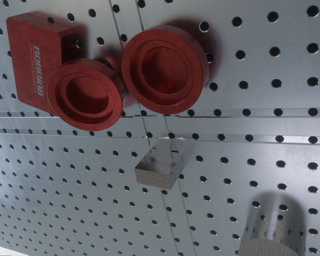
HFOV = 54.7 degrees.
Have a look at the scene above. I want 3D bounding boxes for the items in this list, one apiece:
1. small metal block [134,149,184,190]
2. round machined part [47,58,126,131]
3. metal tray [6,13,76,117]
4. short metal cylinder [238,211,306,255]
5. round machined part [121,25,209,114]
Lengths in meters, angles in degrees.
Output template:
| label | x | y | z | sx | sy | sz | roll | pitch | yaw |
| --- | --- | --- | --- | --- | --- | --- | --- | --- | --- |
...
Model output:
| label | x | y | z | sx | sy | sz | roll | pitch | yaw |
| --- | --- | --- | --- | --- | --- | --- | --- | --- | --- |
| small metal block | 0.000 | 0.056 | 0.429 | 0.050 | 0.050 | 0.025 | 7 | 122 | 24 |
| round machined part | -0.093 | -0.047 | 0.409 | 0.099 | 0.042 | 0.097 | 4 | 126 | 6 |
| metal tray | -0.165 | -0.086 | 0.442 | 0.090 | 0.030 | 0.129 | 20 | 126 | 16 |
| short metal cylinder | 0.150 | 0.159 | 0.414 | 0.080 | 0.050 | 0.079 | 13 | 124 | 21 |
| round machined part | 0.009 | -0.068 | 0.353 | 0.098 | 0.042 | 0.097 | 13 | 124 | 21 |
